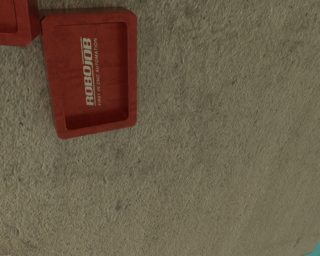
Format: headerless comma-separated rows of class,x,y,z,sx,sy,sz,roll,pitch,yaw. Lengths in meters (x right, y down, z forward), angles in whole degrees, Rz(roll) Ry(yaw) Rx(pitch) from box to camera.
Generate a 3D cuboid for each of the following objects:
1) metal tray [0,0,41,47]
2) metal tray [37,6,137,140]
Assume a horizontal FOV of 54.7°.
metal tray,-0.144,-0.130,0.225,0.091,0.030,0.129,2,120,-7
metal tray,-0.072,-0.057,0.328,0.091,0.030,0.129,-12,124,-22
